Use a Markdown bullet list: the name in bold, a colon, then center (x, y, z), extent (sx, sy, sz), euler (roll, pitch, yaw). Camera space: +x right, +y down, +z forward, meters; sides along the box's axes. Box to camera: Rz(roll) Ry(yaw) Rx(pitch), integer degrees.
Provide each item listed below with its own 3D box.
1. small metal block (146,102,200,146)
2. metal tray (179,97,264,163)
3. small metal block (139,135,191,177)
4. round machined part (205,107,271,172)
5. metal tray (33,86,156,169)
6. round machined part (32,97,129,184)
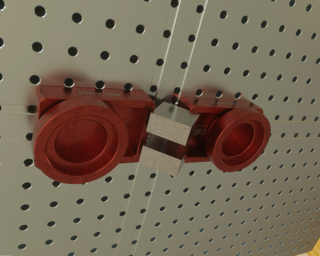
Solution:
- **small metal block**: center (0.017, -0.007, 0.382), extent (0.050, 0.050, 0.025), euler (20, 115, 11)
- **metal tray**: center (0.081, 0.004, 0.455), extent (0.131, 0.030, 0.089), euler (0, 118, -29)
- **small metal block**: center (0.007, 0.032, 0.400), extent (0.050, 0.050, 0.025), euler (20, 115, 11)
- **round machined part**: center (0.108, 0.013, 0.450), extent (0.099, 0.042, 0.097), euler (-14, 124, -21)
- **metal tray**: center (-0.078, 0.000, 0.367), extent (0.131, 0.030, 0.089), euler (-1, 121, -28)
- **round machined part**: center (-0.088, 0.010, 0.342), extent (0.099, 0.042, 0.097), euler (-14, 124, -21)
